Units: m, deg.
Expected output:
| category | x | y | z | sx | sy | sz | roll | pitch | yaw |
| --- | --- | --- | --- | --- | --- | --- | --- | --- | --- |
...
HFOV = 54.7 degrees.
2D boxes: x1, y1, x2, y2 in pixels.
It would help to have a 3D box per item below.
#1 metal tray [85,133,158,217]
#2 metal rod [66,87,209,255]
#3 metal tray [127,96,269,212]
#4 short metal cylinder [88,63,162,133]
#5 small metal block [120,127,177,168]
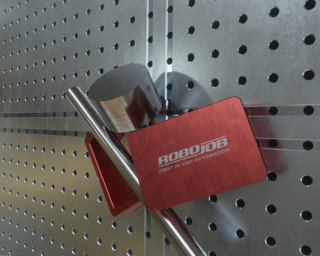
| category | x | y | z | sx | sy | sz | roll | pitch | yaw |
| --- | --- | --- | --- | --- | --- | --- | --- | --- | --- |
| metal tray | -0.054 | 0.049 | 0.445 | 0.090 | 0.030 | 0.130 | -39 | 67 | 33 |
| metal rod | -0.045 | 0.045 | 0.402 | 0.300 | 0.025 | 0.025 | 49 | 119 | 28 |
| metal tray | 0.038 | 0.030 | 0.336 | 0.130 | 0.030 | 0.090 | -19 | 77 | 13 |
| short metal cylinder | -0.044 | -0.039 | 0.397 | 0.080 | 0.080 | 0.050 | 11 | 139 | 39 |
| small metal block | -0.014 | 0.024 | 0.399 | 0.050 | 0.050 | 0.025 | 48 | 119 | 29 |
